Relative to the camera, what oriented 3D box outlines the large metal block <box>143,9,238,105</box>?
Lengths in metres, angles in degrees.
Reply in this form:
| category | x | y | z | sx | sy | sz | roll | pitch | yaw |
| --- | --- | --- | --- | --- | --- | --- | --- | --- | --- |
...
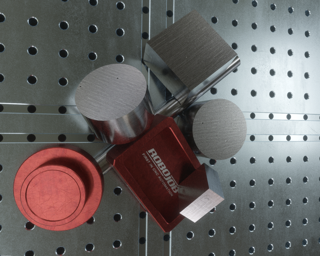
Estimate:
| category | x | y | z | sx | sy | sz | roll | pitch | yaw |
| --- | --- | --- | --- | --- | --- | --- | --- | --- | --- |
| large metal block | 0.037 | -0.090 | 0.400 | 0.080 | 0.050 | 0.080 | -39 | 83 | -16 |

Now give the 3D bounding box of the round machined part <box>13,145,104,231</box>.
| category | x | y | z | sx | sy | sz | roll | pitch | yaw |
| --- | --- | --- | --- | --- | --- | --- | --- | --- | --- |
| round machined part | -0.114 | 0.070 | 0.348 | 0.099 | 0.042 | 0.097 | -1 | 96 | -5 |

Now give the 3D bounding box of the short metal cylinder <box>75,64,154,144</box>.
| category | x | y | z | sx | sy | sz | roll | pitch | yaw |
| --- | --- | --- | --- | --- | --- | --- | --- | --- | --- |
| short metal cylinder | -0.050 | -0.028 | 0.359 | 0.080 | 0.050 | 0.080 | -5 | 57 | 7 |

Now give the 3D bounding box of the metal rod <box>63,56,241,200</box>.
| category | x | y | z | sx | sy | sz | roll | pitch | yaw |
| --- | --- | --- | --- | --- | --- | --- | --- | --- | --- |
| metal rod | -0.005 | -0.009 | 0.412 | 0.301 | 0.025 | 0.025 | -39 | 103 | -15 |

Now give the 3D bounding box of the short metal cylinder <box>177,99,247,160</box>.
| category | x | y | z | sx | sy | sz | roll | pitch | yaw |
| --- | --- | --- | --- | --- | --- | --- | --- | --- | --- |
| short metal cylinder | 0.070 | 0.002 | 0.424 | 0.081 | 0.050 | 0.079 | 0 | 90 | -20 |

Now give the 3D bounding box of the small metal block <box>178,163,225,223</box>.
| category | x | y | z | sx | sy | sz | roll | pitch | yaw |
| --- | --- | --- | --- | --- | --- | --- | --- | --- | --- |
| small metal block | 0.049 | 0.080 | 0.387 | 0.025 | 0.050 | 0.050 | 37 | 113 | -19 |

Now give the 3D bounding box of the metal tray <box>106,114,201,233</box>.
| category | x | y | z | sx | sy | sz | roll | pitch | yaw |
| --- | --- | --- | --- | --- | --- | --- | --- | --- | --- |
| metal tray | 0.004 | 0.058 | 0.396 | 0.090 | 0.030 | 0.130 | -39 | 115 | -15 |
